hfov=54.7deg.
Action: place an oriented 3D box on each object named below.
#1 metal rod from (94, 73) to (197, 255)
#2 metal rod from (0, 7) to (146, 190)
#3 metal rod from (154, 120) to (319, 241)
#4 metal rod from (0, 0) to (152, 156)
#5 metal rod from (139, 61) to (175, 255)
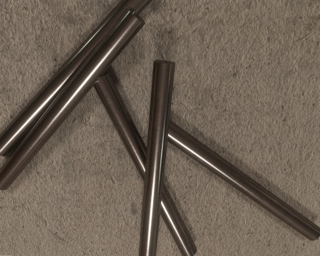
[{"bbox_3d":[-0.015,0.064,0.433,0.025,0.025,0.299,-23,109,8],"label":"metal rod"},{"bbox_3d":[-0.125,-0.022,0.384,0.025,0.025,0.299,40,111,-14],"label":"metal rod"},{"bbox_3d":[0.114,0.076,0.439,0.301,0.025,0.025,35,106,-13],"label":"metal rod"},{"bbox_3d":[-0.109,-0.070,0.382,0.299,0.025,0.025,-43,105,14],"label":"metal rod"},{"bbox_3d":[-0.007,0.064,0.405,0.025,0.025,0.298,4,110,-2],"label":"metal rod"}]
